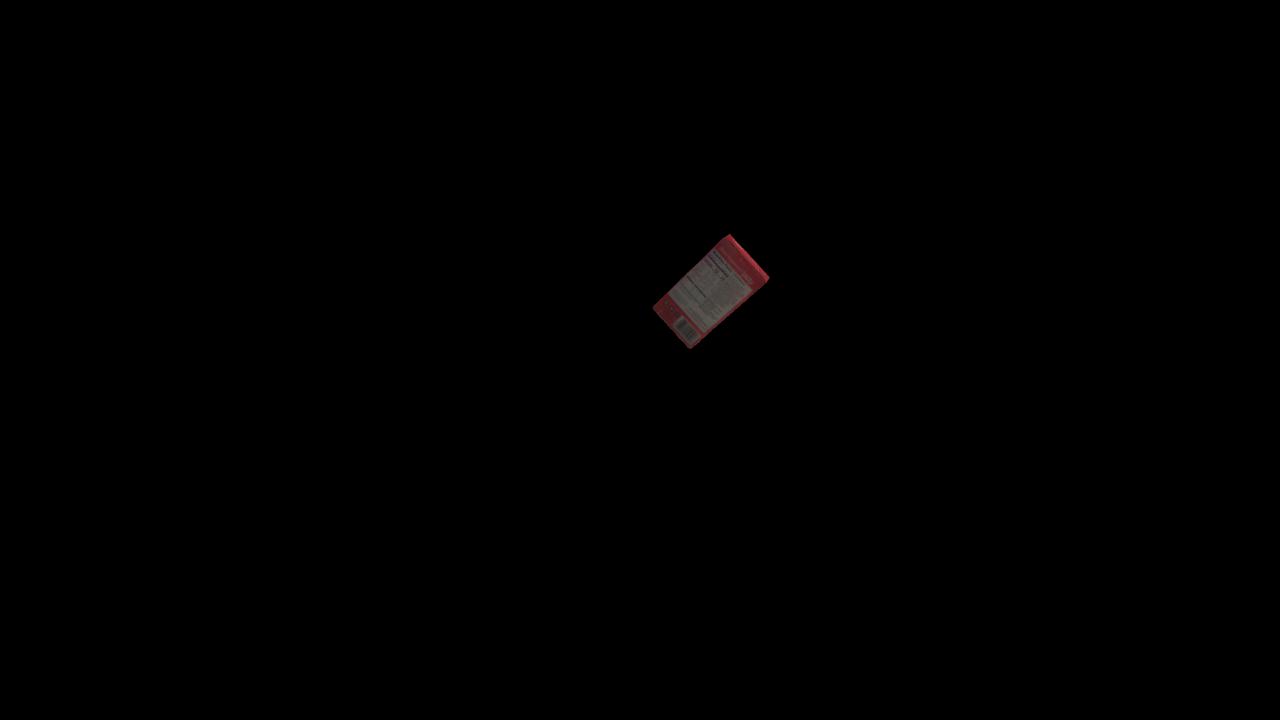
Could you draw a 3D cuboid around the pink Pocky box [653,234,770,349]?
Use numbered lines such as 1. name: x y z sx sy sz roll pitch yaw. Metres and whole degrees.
1. pink Pocky box: 0.097 -0.094 0.863 0.155 0.084 0.029 -43 0 32
